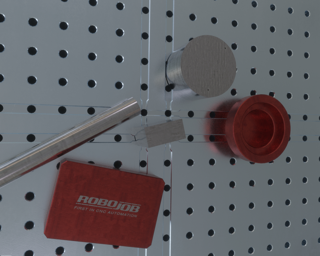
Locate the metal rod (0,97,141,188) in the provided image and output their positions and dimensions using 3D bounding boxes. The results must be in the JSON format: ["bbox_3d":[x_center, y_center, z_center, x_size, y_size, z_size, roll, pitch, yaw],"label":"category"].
[{"bbox_3d":[-0.157,0.041,0.355,0.302,0.025,0.025,-29,100,-18],"label":"metal rod"}]

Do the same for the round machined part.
[{"bbox_3d":[0.138,0.001,0.455,0.099,0.042,0.097,0,90,-20],"label":"round machined part"}]

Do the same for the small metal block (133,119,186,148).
[{"bbox_3d":[-0.002,0.006,0.399,0.050,0.050,0.025,-13,95,-20],"label":"small metal block"}]

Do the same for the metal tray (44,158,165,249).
[{"bbox_3d":[-0.067,0.094,0.386,0.131,0.030,0.090,14,85,-20],"label":"metal tray"}]

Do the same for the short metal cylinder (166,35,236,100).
[{"bbox_3d":[0.055,-0.079,0.419,0.081,0.050,0.079,0,90,-20],"label":"short metal cylinder"}]
